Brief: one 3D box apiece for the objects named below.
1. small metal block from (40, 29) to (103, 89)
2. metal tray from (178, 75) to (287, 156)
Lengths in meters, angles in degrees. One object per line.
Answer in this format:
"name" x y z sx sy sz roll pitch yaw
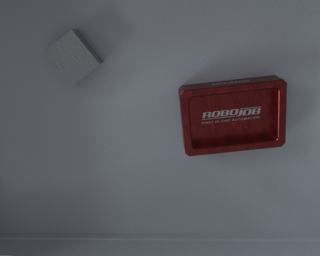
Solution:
"small metal block" -0.107 -0.085 0.379 0.050 0.025 0.050 -35 107 11
"metal tray" 0.094 -0.016 0.404 0.131 0.030 0.089 -6 110 2
